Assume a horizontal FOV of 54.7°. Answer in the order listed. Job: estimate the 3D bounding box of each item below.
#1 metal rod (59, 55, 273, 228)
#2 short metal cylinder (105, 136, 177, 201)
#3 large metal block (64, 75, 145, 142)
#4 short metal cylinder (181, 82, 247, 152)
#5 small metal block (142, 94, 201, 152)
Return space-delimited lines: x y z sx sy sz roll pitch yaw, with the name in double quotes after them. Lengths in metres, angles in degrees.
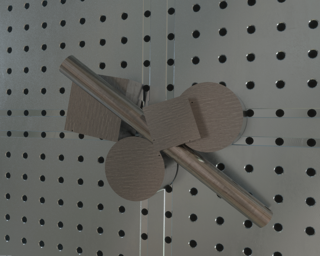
0.006 0.015 0.369 0.300 0.025 0.025 38 103 1 "metal rod"
-0.024 0.050 0.404 0.080 0.050 0.079 0 90 20 "short metal cylinder"
-0.074 -0.029 0.419 0.080 0.050 0.079 12 94 19 "large metal block"
0.061 -0.012 0.374 0.080 0.050 0.079 0 90 20 "short metal cylinder"
0.013 -0.004 0.343 0.050 0.025 0.050 -17 84 1 "small metal block"
